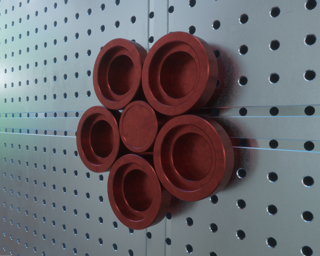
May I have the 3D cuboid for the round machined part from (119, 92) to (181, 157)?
[{"bbox_3d":[-0.016,-0.002,0.412,0.098,0.042,0.097,0,90,40],"label":"round machined part"}]

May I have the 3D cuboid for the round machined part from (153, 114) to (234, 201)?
[{"bbox_3d":[0.042,0.033,0.364,0.098,0.042,0.097,0,90,40],"label":"round machined part"}]

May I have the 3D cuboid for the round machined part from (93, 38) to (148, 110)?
[{"bbox_3d":[-0.048,-0.074,0.439,0.098,0.042,0.097,0,90,40],"label":"round machined part"}]

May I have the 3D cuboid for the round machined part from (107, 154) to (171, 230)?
[{"bbox_3d":[-0.023,0.082,0.418,0.098,0.042,0.097,0,90,40],"label":"round machined part"}]

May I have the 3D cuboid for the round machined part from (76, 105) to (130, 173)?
[{"bbox_3d":[-0.079,0.016,0.464,0.098,0.042,0.097,0,90,40],"label":"round machined part"}]

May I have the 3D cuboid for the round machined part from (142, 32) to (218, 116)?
[{"bbox_3d":[0.028,-0.063,0.376,0.098,0.042,0.097,0,90,40],"label":"round machined part"}]
